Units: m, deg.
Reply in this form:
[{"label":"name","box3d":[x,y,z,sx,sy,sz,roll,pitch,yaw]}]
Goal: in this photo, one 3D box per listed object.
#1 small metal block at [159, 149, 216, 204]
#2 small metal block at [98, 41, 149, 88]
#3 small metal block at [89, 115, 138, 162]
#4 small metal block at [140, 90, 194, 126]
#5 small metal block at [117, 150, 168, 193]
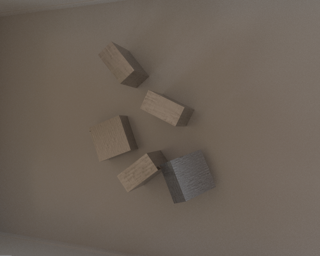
[{"label":"small metal block","box3d":[0.034,0.059,0.382,0.025,0.050,0.050,-31,78,54]},{"label":"small metal block","box3d":[-0.047,-0.083,0.413,0.025,0.050,0.050,-41,77,15]},{"label":"small metal block","box3d":[-0.065,0.015,0.432,0.050,0.025,0.050,-21,83,18]},{"label":"small metal block","box3d":[0.011,-0.024,0.393,0.050,0.050,0.025,28,99,17]},{"label":"small metal block","box3d":[-0.020,0.055,0.403,0.050,0.050,0.025,-38,78,16]}]
